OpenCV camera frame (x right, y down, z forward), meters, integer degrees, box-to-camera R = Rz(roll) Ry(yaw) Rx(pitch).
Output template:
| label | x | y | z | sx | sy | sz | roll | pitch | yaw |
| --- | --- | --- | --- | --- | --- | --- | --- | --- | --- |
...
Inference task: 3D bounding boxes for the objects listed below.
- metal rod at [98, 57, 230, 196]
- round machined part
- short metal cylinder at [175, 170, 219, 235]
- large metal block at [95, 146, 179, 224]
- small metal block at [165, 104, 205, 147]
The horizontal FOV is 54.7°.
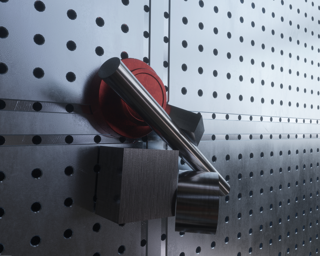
| label | x | y | z | sx | sy | sz | roll | pitch | yaw |
| --- | --- | --- | --- | --- | --- | --- | --- | --- | --- |
| metal rod | 0.027 | 0.021 | 0.392 | 0.300 | 0.025 | 0.025 | 46 | 62 | -45 |
| round machined part | -0.030 | -0.036 | 0.374 | 0.099 | 0.042 | 0.097 | 0 | 90 | -40 |
| short metal cylinder | 0.048 | 0.097 | 0.407 | 0.080 | 0.050 | 0.079 | 1 | 92 | -85 |
| large metal block | -0.026 | 0.064 | 0.370 | 0.081 | 0.050 | 0.080 | 6 | 86 | -40 |
| small metal block | 0.029 | -0.003 | 0.407 | 0.025 | 0.050 | 0.050 | -64 | 160 | -16 |
